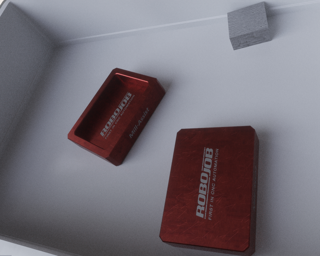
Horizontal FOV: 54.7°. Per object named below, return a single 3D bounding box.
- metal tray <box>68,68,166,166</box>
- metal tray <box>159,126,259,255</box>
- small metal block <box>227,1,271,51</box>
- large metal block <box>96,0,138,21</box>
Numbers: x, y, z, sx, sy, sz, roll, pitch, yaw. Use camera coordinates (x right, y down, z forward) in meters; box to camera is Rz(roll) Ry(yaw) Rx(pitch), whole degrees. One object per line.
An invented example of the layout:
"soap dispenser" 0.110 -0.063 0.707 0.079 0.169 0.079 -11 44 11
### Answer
"metal tray" -0.063 -0.020 0.445 0.090 0.030 0.130 21 73 35
"metal tray" 0.056 0.063 0.334 0.090 0.030 0.130 -3 60 26
"small metal block" 0.122 -0.140 0.427 0.050 0.025 0.050 -10 58 23
"large metal block" -0.081 -0.262 0.574 0.050 0.080 0.080 -3 61 27
